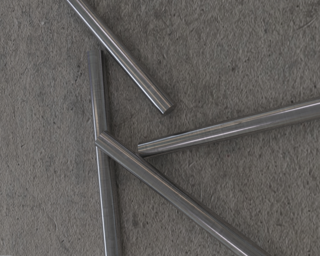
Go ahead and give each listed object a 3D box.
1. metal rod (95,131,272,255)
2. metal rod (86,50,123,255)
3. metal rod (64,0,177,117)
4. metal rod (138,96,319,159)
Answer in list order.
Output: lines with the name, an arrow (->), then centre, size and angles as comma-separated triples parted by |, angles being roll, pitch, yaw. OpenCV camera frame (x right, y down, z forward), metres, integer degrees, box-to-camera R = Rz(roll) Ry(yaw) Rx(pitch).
metal rod -> 0.041, 0.100, 0.382 | 0.300, 0.025, 0.025 | 36, 102, 12
metal rod -> -0.078, 0.041, 0.436 | 0.025, 0.025, 0.298 | -6, 88, 20
metal rod -> -0.081, -0.135, 0.437 | 0.025, 0.025, 0.300 | -43, 77, 15
metal rod -> 0.113, -0.006, 0.368 | 0.301, 0.025, 0.025 | -15, 85, 19
